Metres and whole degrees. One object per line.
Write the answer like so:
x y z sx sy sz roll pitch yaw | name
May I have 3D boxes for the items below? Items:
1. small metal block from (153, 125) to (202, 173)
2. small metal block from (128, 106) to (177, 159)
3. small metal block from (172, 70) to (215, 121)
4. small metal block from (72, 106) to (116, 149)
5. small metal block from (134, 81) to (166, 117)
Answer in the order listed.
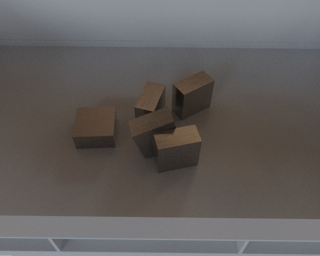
0.019 0.025 0.367 0.050 0.050 0.025 -10 51 -9 | small metal block
-0.005 0.007 0.376 0.050 0.050 0.025 -21 51 2 | small metal block
0.045 -0.044 0.426 0.050 0.050 0.025 -27 55 -21 | small metal block
-0.084 -0.001 0.405 0.050 0.025 0.050 -2 50 -2 | small metal block
-0.012 -0.025 0.409 0.025 0.050 0.050 13 51 11 | small metal block
